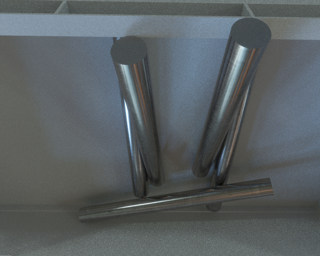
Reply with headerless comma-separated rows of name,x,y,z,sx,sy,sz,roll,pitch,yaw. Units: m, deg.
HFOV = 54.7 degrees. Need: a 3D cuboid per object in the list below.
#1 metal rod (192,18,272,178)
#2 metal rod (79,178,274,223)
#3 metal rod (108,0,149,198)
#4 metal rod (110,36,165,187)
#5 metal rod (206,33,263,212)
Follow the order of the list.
metal rod,0.059,0.002,0.329,0.025,0.025,0.299,-1,156,0
metal rod,0.016,0.113,0.476,0.301,0.025,0.025,-12,129,13
metal rod,-0.034,-0.012,0.398,0.025,0.025,0.298,-1,130,1
metal rod,-0.013,0.013,0.344,0.025,0.025,0.299,-3,154,2
metal rod,0.094,0.018,0.424,0.025,0.025,0.298,1,130,-1
